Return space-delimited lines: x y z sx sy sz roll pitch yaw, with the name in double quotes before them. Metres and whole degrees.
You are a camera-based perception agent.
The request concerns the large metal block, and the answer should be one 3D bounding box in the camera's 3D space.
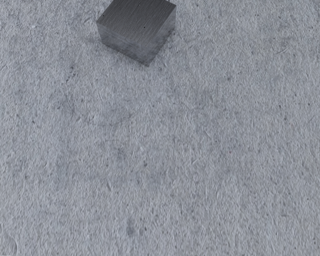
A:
"large metal block" -0.032 -0.149 0.449 0.080 0.050 0.080 29 73 10
